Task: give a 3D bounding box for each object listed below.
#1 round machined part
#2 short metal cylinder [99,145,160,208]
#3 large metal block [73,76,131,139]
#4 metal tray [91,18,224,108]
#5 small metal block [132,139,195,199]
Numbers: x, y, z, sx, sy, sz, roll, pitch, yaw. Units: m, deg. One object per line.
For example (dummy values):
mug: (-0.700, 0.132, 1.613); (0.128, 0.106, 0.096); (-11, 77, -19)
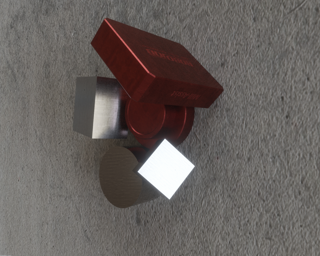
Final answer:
round machined part: (-0.007, -0.020, 0.400); (0.098, 0.042, 0.097); (0, 90, 39)
short metal cylinder: (-0.036, 0.063, 0.418); (0.080, 0.050, 0.079); (0, 90, 39)
large metal block: (-0.084, -0.030, 0.441); (0.080, 0.050, 0.079); (13, 99, 56)
metal tray: (0.002, -0.065, 0.333); (0.030, 0.131, 0.090); (-52, 60, 27)
small metal block: (0.004, 0.048, 0.371); (0.050, 0.050, 0.025); (43, 163, -11)
